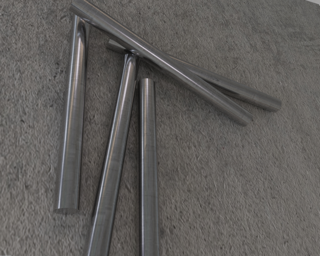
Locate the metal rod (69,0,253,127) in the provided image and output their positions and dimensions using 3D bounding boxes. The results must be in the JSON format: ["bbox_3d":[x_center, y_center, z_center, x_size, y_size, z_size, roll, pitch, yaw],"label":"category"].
[{"bbox_3d":[0.012,-0.088,0.442,0.301,0.025,0.025,31,51,-16],"label":"metal rod"}]

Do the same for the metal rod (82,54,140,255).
[{"bbox_3d":[-0.052,0.028,0.357,0.025,0.025,0.300,18,55,-18],"label":"metal rod"}]

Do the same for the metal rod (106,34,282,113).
[{"bbox_3d":[0.064,-0.082,0.488,0.302,0.025,0.025,18,55,-18],"label":"metal rod"}]

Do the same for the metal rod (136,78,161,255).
[{"bbox_3d":[-0.014,0.068,0.354,0.025,0.025,0.299,12,57,-22],"label":"metal rod"}]

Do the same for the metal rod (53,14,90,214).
[{"bbox_3d":[-0.102,-0.048,0.377,0.025,0.025,0.299,9,58,-23],"label":"metal rod"}]
